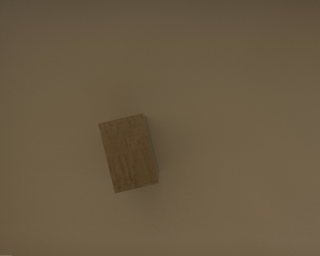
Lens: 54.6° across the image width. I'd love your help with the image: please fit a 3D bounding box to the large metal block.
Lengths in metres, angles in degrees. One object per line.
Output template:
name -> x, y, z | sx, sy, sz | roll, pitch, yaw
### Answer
large metal block -> -0.035, 0.028, 0.384 | 0.050, 0.080, 0.080 | -13, 90, 0
